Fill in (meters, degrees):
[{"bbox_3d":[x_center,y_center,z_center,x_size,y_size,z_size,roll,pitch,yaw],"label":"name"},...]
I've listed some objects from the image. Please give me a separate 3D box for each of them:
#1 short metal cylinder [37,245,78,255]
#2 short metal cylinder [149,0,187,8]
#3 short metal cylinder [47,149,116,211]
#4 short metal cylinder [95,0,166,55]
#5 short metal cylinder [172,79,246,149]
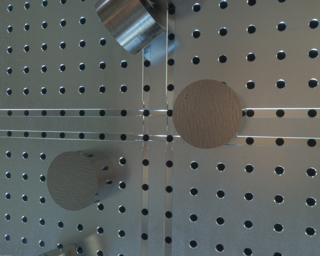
[{"bbox_3d":[-0.154,0.206,0.438,0.080,0.080,0.050,-21,83,19],"label":"short metal cylinder"},{"bbox_3d":[0.005,-0.203,0.397,0.080,0.050,0.079,0,90,20],"label":"short metal cylinder"},{"bbox_3d":[-0.110,0.071,0.438,0.080,0.050,0.079,0,90,20],"label":"short metal cylinder"},{"bbox_3d":[-0.036,-0.141,0.396,0.050,0.080,0.080,-34,79,17],"label":"short metal cylinder"},{"bbox_3d":[0.061,-0.016,0.378,0.080,0.050,0.079,0,90,20],"label":"short metal cylinder"}]
